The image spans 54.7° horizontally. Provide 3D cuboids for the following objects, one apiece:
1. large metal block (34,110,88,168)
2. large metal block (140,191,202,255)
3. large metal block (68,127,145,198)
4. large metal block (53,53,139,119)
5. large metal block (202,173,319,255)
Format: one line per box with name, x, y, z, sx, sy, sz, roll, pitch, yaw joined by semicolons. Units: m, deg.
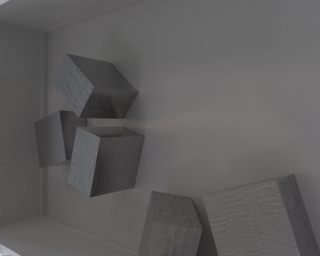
large metal block;-0.166;0.020;0.528;0.080;0.050;0.080;-17;79;38
large metal block;0.008;0.129;0.357;0.050;0.080;0.079;11;100;-5
large metal block;-0.074;0.043;0.432;0.050;0.081;0.079;20;102;38
large metal block;-0.092;-0.058;0.447;0.080;0.081;0.050;48;118;29
large metal block;0.099;0.096;0.309;0.080;0.050;0.080;-23;76;37
